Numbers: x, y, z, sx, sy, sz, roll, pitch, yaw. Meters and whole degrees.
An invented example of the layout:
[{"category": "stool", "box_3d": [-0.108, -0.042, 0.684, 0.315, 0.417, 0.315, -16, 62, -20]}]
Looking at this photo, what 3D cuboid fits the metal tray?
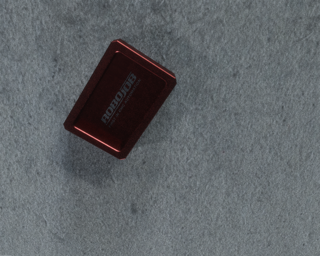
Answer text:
[{"category": "metal tray", "box_3d": [-0.051, -0.034, 0.393, 0.090, 0.030, 0.129, 31, 107, -12]}]
